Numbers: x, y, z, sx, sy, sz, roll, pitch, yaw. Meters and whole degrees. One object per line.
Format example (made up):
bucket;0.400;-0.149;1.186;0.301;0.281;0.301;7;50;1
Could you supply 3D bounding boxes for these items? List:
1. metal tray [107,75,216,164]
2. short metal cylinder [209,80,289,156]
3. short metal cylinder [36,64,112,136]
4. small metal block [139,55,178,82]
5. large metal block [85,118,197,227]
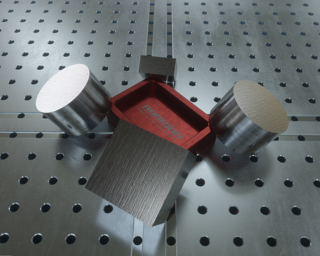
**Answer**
metal tray;0.000;-0.010;0.411;0.091;0.030;0.130;-34;58;-25
short metal cylinder;0.109;-0.013;0.383;0.081;0.050;0.080;18;47;-20
short metal cylinder;-0.110;-0.036;0.402;0.080;0.050;0.080;-17;48;19
small metal block;-0.001;-0.087;0.461;0.050;0.050;0.025;7;88;6
large metal block;-0.018;0.047;0.329;0.080;0.050;0.080;25;85;19
